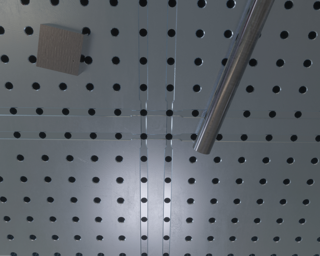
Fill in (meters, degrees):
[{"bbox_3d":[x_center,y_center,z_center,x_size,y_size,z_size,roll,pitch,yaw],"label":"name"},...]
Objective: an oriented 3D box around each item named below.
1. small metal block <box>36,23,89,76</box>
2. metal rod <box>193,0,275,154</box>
[{"bbox_3d":[-0.118,-0.096,0.377,0.050,0.025,0.050,13,110,-5],"label":"small metal block"},{"bbox_3d":[0.103,-0.103,0.376,0.025,0.025,0.298,17,109,-6],"label":"metal rod"}]
